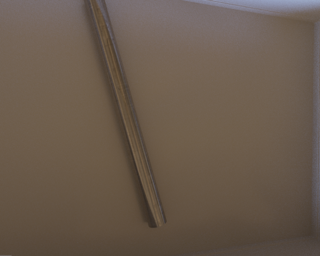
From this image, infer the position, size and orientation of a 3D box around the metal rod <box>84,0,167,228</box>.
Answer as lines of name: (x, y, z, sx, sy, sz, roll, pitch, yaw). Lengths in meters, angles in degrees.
metal rod: (-0.042, -0.017, 0.395, 0.025, 0.025, 0.298, -17, 96, -20)
